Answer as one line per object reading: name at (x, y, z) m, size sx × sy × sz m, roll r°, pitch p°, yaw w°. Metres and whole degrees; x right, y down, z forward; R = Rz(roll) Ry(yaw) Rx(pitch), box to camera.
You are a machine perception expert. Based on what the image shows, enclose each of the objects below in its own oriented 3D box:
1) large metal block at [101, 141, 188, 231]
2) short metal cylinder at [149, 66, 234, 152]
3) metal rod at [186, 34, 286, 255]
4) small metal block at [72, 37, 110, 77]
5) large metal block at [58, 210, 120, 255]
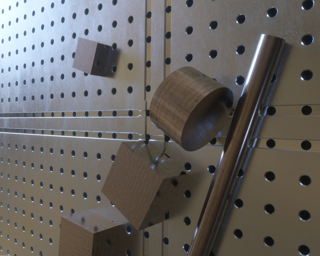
large metal block at (-0.022, 0.072, 0.410) m, size 0.080 × 0.050 × 0.079 m, roll 37°, pitch 113°, yaw 33°
short metal cylinder at (0.035, -0.021, 0.343) m, size 0.050 × 0.081 × 0.079 m, roll 39°, pitch 114°, yaw 33°
metal rod at (0.075, 0.048, 0.346) m, size 0.025 × 0.025 × 0.298 m, roll 25°, pitch 106°, yaw 37°
small metal block at (-0.111, -0.115, 0.498) m, size 0.050 × 0.025 × 0.050 m, roll 26°, pitch 106°, yaw 36°
large metal block at (-0.112, 0.183, 0.483) m, size 0.080 × 0.050 × 0.079 m, roll 9°, pitch 96°, yaw 39°
